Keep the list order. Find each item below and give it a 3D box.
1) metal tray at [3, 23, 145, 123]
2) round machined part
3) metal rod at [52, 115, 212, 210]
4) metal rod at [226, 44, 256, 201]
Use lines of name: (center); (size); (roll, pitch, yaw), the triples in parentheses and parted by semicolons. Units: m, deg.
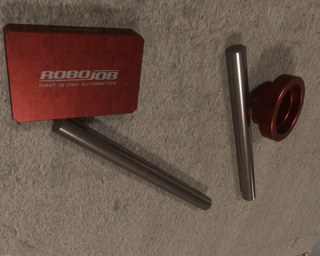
metal tray: (-0.086, -0.057, 0.322); (0.131, 0.030, 0.089); (-6, 121, -26)
round machined part: (0.172, -0.032, 0.459); (0.099, 0.042, 0.097); (-23, 124, -39)
metal rod: (-0.017, 0.061, 0.437); (0.025, 0.025, 0.301); (-49, 129, 6)
metal rod: (0.132, 0.012, 0.488); (0.025, 0.025, 0.298); (-26, 128, -13)
